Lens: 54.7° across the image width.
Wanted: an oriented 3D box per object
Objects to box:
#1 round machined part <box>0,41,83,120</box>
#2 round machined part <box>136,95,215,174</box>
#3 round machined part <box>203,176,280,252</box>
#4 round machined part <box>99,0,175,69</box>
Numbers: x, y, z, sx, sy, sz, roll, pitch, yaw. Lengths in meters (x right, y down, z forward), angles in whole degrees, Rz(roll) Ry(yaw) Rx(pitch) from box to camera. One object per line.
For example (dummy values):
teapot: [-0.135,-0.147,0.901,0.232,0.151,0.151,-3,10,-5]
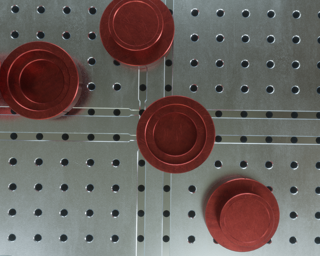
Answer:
round machined part: [-0.150,-0.059,0.403,0.099,0.042,0.097,0,90,-1]
round machined part: [0.020,0.008,0.405,0.099,0.042,0.097,0,90,-1]
round machined part: [0.109,0.115,0.406,0.099,0.042,0.097,0,90,-1]
round machined part: [-0.030,-0.130,0.404,0.099,0.042,0.097,0,90,-1]
